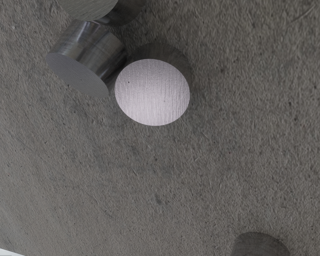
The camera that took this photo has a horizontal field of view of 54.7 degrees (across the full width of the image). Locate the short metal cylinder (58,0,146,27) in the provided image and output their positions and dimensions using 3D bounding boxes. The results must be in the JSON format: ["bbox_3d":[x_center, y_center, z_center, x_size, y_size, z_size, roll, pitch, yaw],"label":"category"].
[{"bbox_3d":[-0.059,-0.147,0.316,0.080,0.050,0.079,4,102,22],"label":"short metal cylinder"}]

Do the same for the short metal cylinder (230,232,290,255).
[{"bbox_3d":[0.139,0.195,0.438,0.080,0.050,0.079,13,124,21],"label":"short metal cylinder"}]

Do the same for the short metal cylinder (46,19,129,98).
[{"bbox_3d":[-0.084,-0.079,0.363,0.080,0.050,0.080,23,160,10],"label":"short metal cylinder"}]

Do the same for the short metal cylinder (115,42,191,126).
[{"bbox_3d":[-0.005,-0.049,0.349,0.080,0.050,0.079,4,124,6],"label":"short metal cylinder"}]
